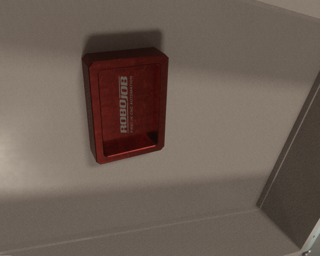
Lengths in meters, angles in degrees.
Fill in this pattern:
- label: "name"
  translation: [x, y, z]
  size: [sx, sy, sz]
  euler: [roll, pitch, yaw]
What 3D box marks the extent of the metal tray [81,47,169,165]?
- label: "metal tray"
  translation: [-0.039, -0.025, 0.369]
  size: [0.091, 0.030, 0.129]
  euler: [-12, 124, -22]
